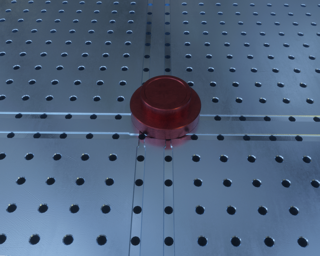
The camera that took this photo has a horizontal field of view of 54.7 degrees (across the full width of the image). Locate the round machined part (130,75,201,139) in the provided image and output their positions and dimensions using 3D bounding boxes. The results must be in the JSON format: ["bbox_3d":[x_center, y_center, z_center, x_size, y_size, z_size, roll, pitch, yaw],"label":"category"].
[{"bbox_3d":[0.008,-0.035,0.427,0.099,0.042,0.098,0,50,0],"label":"round machined part"}]
